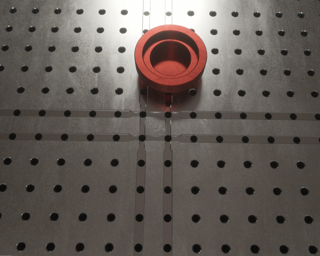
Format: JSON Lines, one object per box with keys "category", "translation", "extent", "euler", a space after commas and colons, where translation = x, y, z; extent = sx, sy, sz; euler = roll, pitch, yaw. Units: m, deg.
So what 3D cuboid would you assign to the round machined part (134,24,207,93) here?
{"category": "round machined part", "translation": [0.014, -0.093, 0.437], "extent": [0.099, 0.042, 0.098], "euler": [0, 70, -1]}
